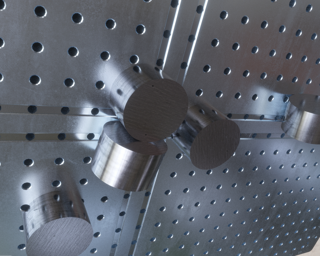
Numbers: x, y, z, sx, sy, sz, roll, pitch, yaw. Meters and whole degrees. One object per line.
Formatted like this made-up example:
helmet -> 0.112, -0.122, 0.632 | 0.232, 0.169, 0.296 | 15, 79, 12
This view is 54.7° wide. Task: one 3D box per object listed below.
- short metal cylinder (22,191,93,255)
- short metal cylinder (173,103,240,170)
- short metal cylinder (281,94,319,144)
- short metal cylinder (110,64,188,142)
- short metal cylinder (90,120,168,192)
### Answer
short metal cylinder -> -0.133, 0.129, 0.402 | 0.081, 0.050, 0.079 | -14, 124, -21
short metal cylinder -> 0.065, 0.012, 0.438 | 0.081, 0.050, 0.079 | -14, 124, -21
short metal cylinder -> 0.243, -0.016, 0.498 | 0.081, 0.080, 0.050 | -10, 123, -23
short metal cylinder -> -0.014, -0.030, 0.369 | 0.081, 0.050, 0.079 | -14, 124, -21
short metal cylinder -> -0.037, 0.032, 0.375 | 0.081, 0.080, 0.050 | 10, 114, -33
